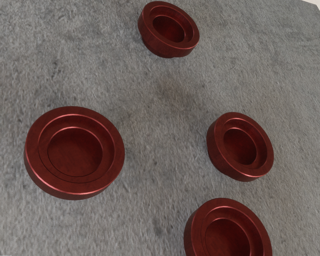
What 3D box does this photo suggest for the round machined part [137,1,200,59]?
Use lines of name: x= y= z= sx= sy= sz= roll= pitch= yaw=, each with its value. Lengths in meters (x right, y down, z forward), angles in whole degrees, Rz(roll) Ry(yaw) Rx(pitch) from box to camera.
round machined part: x=0.010 y=-0.150 z=0.492 sx=0.099 sy=0.042 sz=0.098 roll=14 pitch=56 yaw=-21

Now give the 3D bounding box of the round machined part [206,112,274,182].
round machined part: x=0.107 y=0.029 z=0.434 sx=0.099 sy=0.042 sz=0.098 roll=14 pitch=56 yaw=-21

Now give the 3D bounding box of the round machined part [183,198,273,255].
round machined part: x=0.071 y=0.132 z=0.347 sx=0.099 sy=0.042 sz=0.098 roll=12 pitch=51 yaw=-16

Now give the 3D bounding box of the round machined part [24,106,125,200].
round machined part: x=-0.091 y=0.029 z=0.327 sx=0.099 sy=0.042 sz=0.098 roll=14 pitch=56 yaw=-21
